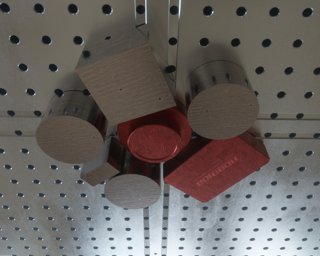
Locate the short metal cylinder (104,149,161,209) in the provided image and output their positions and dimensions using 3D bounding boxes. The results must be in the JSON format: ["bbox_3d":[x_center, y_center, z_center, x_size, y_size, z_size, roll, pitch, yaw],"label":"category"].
[{"bbox_3d":[-0.039,0.076,0.458,0.081,0.050,0.079,0,130,0],"label":"short metal cylinder"}]

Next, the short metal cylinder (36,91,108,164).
[{"bbox_3d":[-0.108,0.000,0.393,0.081,0.050,0.079,0,130,0],"label":"short metal cylinder"}]

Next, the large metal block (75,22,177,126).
[{"bbox_3d":[-0.034,-0.058,0.346,0.080,0.050,0.080,-17,128,13],"label":"large metal block"}]

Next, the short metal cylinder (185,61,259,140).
[{"bbox_3d":[0.071,-0.032,0.368,0.081,0.050,0.079,0,130,0],"label":"short metal cylinder"}]

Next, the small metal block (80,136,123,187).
[{"bbox_3d":[-0.080,0.046,0.433,0.050,0.050,0.025,-30,124,23],"label":"small metal block"}]

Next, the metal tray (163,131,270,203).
[{"bbox_3d":[0.078,0.051,0.451,0.090,0.030,0.129,33,122,-25],"label":"metal tray"}]

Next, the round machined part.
[{"bbox_3d":[-0.007,0.008,0.406,0.099,0.042,0.097,0,130,0],"label":"round machined part"}]
